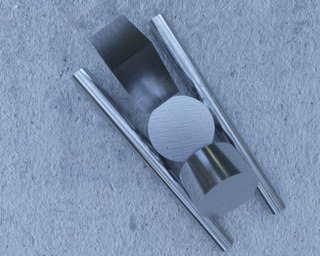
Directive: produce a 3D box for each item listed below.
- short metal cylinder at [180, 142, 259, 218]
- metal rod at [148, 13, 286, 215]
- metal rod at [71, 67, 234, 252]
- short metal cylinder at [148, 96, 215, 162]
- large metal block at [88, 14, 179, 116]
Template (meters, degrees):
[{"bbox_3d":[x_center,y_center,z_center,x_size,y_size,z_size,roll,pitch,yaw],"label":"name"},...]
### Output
[{"bbox_3d":[0.071,0.064,0.378,0.080,0.080,0.050,-31,48,0],"label":"short metal cylinder"},{"bbox_3d":[0.076,-0.018,0.411,0.025,0.025,0.299,-33,90,0],"label":"metal rod"},{"bbox_3d":[-0.009,0.041,0.410,0.025,0.025,0.300,-41,90,0],"label":"metal rod"},{"bbox_3d":[0.026,0.001,0.399,0.081,0.050,0.080,0,90,0],"label":"short metal cylinder"},{"bbox_3d":[-0.031,-0.074,0.368,0.050,0.080,0.080,-36,49,0],"label":"large metal block"}]
